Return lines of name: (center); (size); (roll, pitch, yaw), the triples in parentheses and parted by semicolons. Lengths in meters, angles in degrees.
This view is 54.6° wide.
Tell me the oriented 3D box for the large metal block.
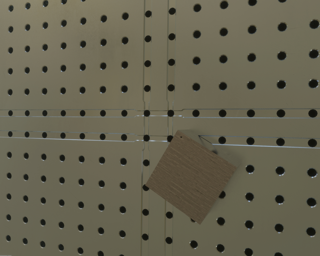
large metal block: (0.042, 0.057, 0.385); (0.080, 0.050, 0.080); (33, 101, 17)
